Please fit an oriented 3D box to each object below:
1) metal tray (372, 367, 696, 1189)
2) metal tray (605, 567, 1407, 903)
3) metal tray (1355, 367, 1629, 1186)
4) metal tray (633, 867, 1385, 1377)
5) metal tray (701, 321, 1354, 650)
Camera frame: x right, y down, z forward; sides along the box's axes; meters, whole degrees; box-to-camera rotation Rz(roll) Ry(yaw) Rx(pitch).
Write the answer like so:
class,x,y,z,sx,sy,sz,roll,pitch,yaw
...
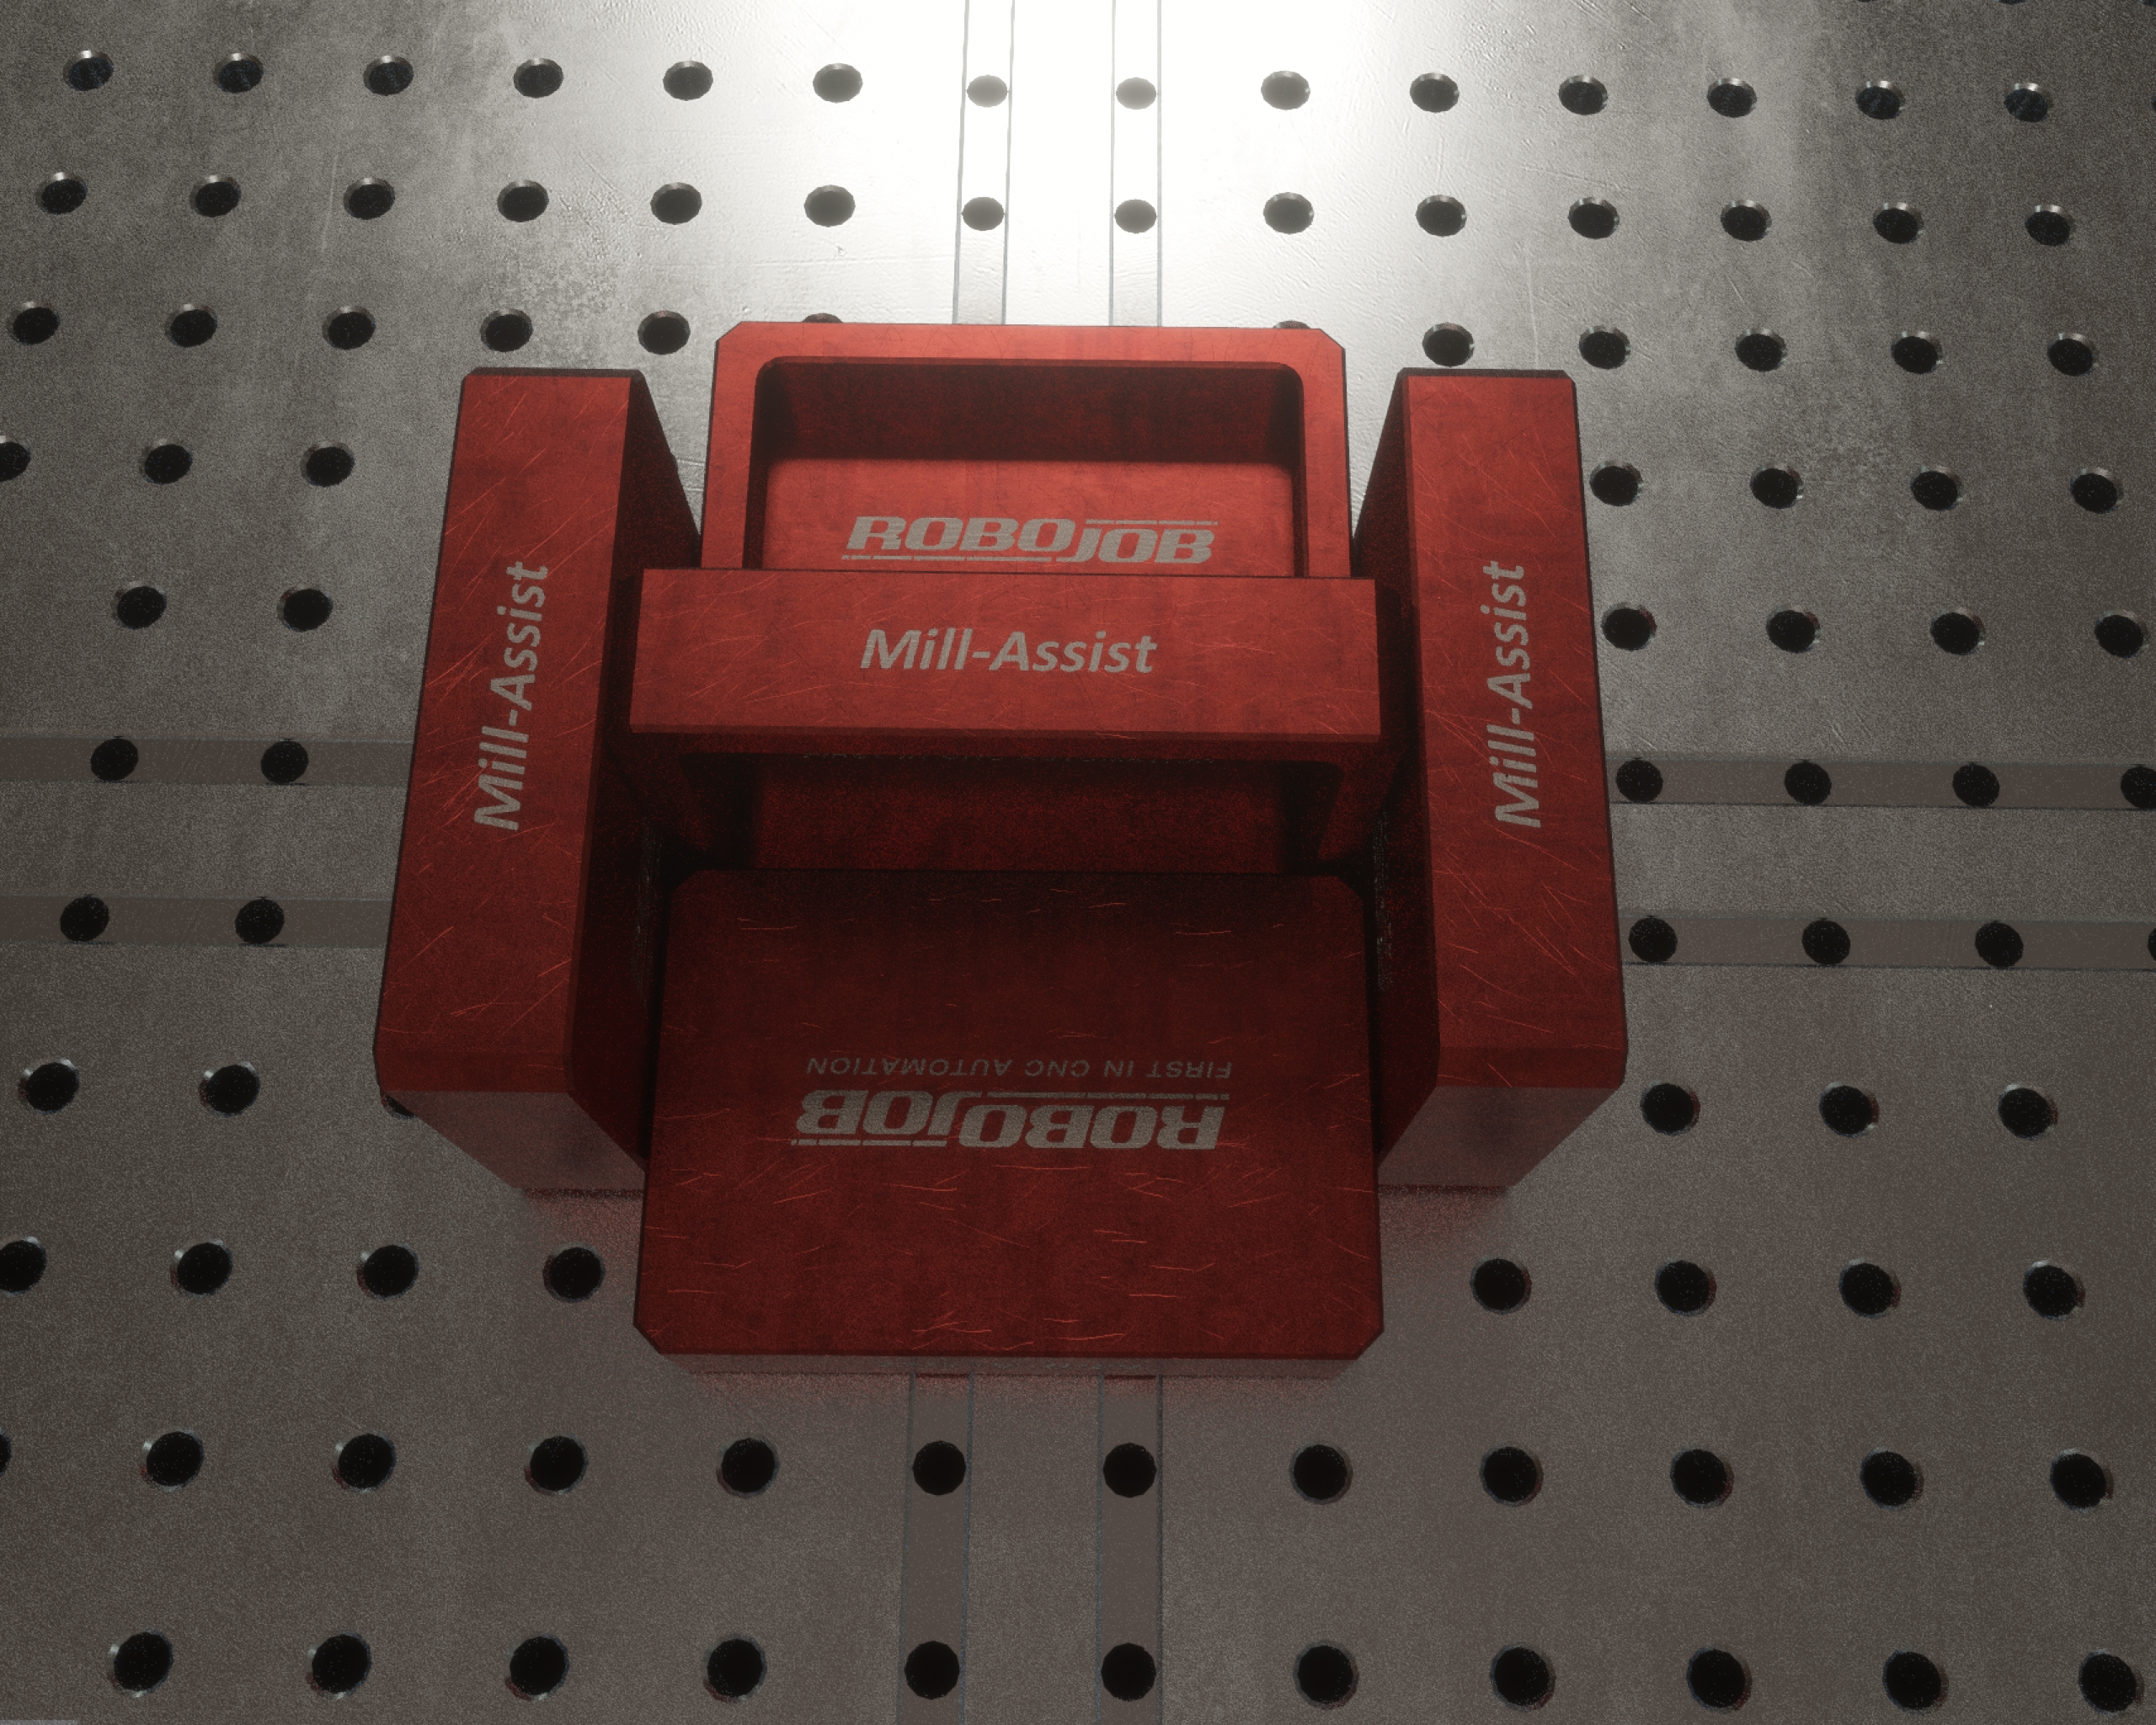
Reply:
class,x,y,z,sx,sy,sz,roll,pitch,yaw
metal tray,-0.092,-0.012,0.380,0.030,0.090,0.130,1,70,0
metal tray,-0.012,-0.020,0.382,0.131,0.090,0.030,1,70,0
metal tray,0.070,-0.013,0.382,0.030,0.090,0.130,1,70,0
metal tray,-0.012,0.048,0.390,0.131,0.030,0.090,1,70,0
metal tray,-0.010,-0.065,0.433,0.131,0.030,0.090,1,70,0
